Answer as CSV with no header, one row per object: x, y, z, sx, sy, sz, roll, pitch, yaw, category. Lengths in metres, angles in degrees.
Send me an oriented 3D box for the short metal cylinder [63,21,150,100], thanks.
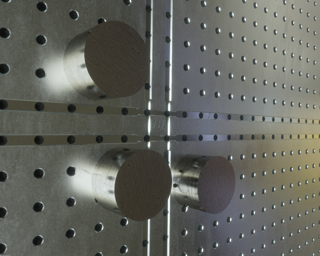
-0.058,-0.072,0.343,0.081,0.050,0.079,0,90,-40,short metal cylinder

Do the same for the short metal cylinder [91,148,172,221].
-0.032,0.064,0.365,0.081,0.050,0.079,0,90,-40,short metal cylinder

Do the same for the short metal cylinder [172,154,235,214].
0.063,0.078,0.446,0.081,0.050,0.079,0,90,-40,short metal cylinder
